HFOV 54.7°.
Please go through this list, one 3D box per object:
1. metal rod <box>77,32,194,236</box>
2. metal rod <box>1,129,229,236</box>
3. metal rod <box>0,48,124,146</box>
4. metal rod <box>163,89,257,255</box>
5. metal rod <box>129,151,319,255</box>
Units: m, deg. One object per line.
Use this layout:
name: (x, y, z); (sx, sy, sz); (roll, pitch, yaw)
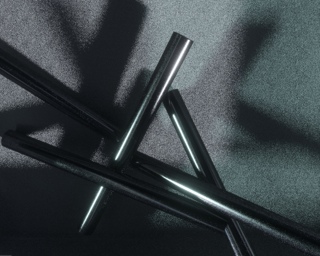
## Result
metal rod: (-0.040, 0.022, 0.395); (0.025, 0.025, 0.298); (25, 110, -9)
metal rod: (-0.064, 0.062, 0.384); (0.301, 0.025, 0.025); (19, 110, 12)
metal rod: (-0.165, -0.065, 0.359); (0.301, 0.025, 0.025); (35, 106, -22)
metal rod: (0.074, 0.090, 0.380); (0.025, 0.025, 0.299); (-26, 83, 8)
metal rod: (0.074, 0.083, 0.344); (0.300, 0.025, 0.025); (20, 115, 35)
